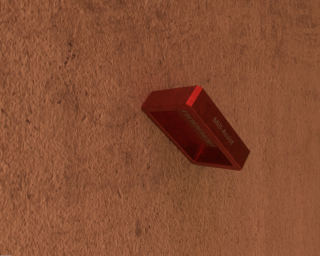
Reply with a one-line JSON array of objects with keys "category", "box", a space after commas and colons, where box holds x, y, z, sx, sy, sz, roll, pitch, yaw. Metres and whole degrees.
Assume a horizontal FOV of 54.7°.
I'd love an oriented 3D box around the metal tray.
[{"category": "metal tray", "box": [0.047, 0.003, 0.406, 0.130, 0.090, 0.030, 47, 62, -30]}]
